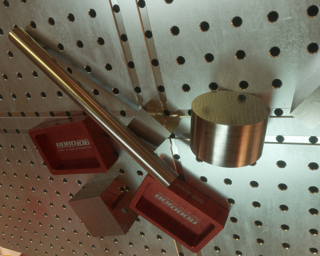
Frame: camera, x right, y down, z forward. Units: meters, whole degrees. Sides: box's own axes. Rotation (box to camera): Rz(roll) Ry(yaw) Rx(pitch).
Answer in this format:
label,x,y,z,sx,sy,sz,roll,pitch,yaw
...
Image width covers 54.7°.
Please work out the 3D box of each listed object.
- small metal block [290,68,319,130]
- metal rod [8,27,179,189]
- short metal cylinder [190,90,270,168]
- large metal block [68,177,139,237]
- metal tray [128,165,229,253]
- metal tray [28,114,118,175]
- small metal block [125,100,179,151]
label,x,y,z,sx,sy,sz,roll,pitch,yaw
small metal block,0.153,-0.034,0.293,0.025,0.050,0.050,37,129,4
metal rod,-0.094,-0.031,0.417,0.300,0.025,0.025,43,129,7
short metal cylinder,0.074,-0.001,0.336,0.080,0.080,0.050,13,124,21
large metal block,-0.095,0.137,0.530,0.080,0.050,0.080,-18,109,35
metal tray,0.025,0.124,0.471,0.130,0.030,0.089,34,129,6
metal tray,-0.142,0.030,0.501,0.130,0.030,0.090,-8,115,31
small metal block,-0.012,-0.001,0.417,0.050,0.025,0.050,42,129,-1
